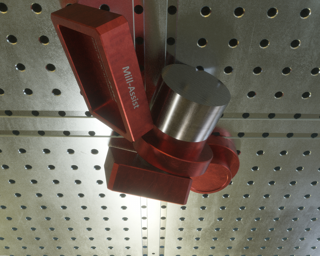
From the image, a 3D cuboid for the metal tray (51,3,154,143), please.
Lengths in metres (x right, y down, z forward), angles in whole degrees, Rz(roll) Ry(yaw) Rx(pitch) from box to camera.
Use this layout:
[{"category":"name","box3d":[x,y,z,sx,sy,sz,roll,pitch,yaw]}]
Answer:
[{"category":"metal tray","box3d":[-0.057,-0.055,0.323,0.030,0.090,0.129,-37,135,-26]}]

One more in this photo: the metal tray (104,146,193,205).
[{"category":"metal tray","box3d":[-0.022,0.056,0.396,0.091,0.130,0.030,15,91,-13]}]

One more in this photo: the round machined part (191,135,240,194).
[{"category":"round machined part","box3d":[0.067,0.059,0.452,0.099,0.042,0.097,0,130,0]}]

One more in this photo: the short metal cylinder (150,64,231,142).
[{"category":"short metal cylinder","box3d":[0.032,-0.030,0.350,0.081,0.080,0.050,14,127,-12]}]

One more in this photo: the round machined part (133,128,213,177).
[{"category":"round machined part","box3d":[0.020,0.014,0.379,0.099,0.098,0.042,16,112,-14]}]
